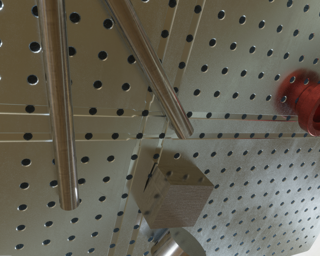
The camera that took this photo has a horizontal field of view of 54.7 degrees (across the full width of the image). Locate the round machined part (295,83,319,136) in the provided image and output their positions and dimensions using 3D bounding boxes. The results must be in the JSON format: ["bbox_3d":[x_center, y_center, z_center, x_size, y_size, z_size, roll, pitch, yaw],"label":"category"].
[{"bbox_3d":[0.274,-0.038,0.530,0.099,0.042,0.097,-14,125,-21],"label":"round machined part"}]

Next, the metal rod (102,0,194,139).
[{"bbox_3d":[-0.023,-0.093,0.341,0.025,0.025,0.299,-35,129,-5],"label":"metal rod"}]

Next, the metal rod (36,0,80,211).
[{"bbox_3d":[-0.108,-0.029,0.335,0.025,0.025,0.298,-10,123,-24],"label":"metal rod"}]

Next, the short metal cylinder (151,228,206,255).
[{"bbox_3d":[0.032,0.212,0.526,0.080,0.080,0.050,31,101,-39],"label":"short metal cylinder"}]

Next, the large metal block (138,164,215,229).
[{"bbox_3d":[0.024,0.105,0.475,0.081,0.050,0.079,9,114,-33],"label":"large metal block"}]
